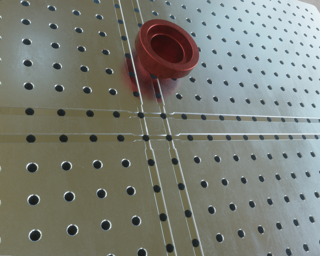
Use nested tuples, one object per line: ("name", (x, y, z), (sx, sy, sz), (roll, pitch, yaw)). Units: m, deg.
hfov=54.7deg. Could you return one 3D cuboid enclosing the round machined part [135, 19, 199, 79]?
("round machined part", (0.007, -0.115, 0.473), (0.099, 0.042, 0.098), (14, 56, -21))
